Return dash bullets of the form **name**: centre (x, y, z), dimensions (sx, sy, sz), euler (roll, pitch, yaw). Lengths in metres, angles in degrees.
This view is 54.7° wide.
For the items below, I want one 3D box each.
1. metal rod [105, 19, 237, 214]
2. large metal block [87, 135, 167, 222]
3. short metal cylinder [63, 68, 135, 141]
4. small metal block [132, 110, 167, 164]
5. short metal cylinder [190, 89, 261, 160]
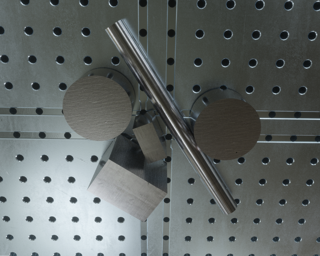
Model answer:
- **metal rod**: centre (0.024, -0.002, 0.409), dimensions (0.025, 0.025, 0.299), euler (-30, 108, 10)
- **large metal block**: centre (-0.038, 0.061, 0.401), dimensions (0.080, 0.080, 0.050), euler (33, 108, -11)
- **short metal cylinder**: centre (-0.073, -0.030, 0.384), dimensions (0.081, 0.050, 0.079), euler (0, 110, 0)
- **small metal block**: centre (-0.012, 0.010, 0.399), dimensions (0.025, 0.050, 0.050), euler (-20, 109, 7)
- **short metal cylinder**: centre (0.081, -0.006, 0.395), dimensions (0.081, 0.050, 0.079), euler (0, 110, 0)
